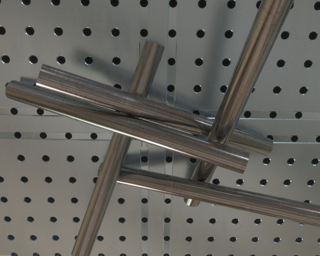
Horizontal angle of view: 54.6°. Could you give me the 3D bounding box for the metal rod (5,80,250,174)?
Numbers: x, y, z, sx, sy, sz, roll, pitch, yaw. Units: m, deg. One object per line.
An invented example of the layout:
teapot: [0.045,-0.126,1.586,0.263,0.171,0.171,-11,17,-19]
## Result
metal rod: [-0.047,-0.005,0.367,0.301,0.025,0.025,17,110,11]

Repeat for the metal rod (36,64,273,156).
metal rod: [0.009,-0.015,0.377,0.302,0.025,0.025,17,110,-19]

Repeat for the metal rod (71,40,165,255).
metal rod: [-0.057,0.036,0.400,0.025,0.025,0.298,19,99,-7]

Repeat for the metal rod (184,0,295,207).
metal rod: [0.074,-0.004,0.356,0.025,0.025,0.298,11,131,-4]

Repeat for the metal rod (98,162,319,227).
metal rod: [0.061,0.083,0.396,0.301,0.025,0.025,9,111,16]
